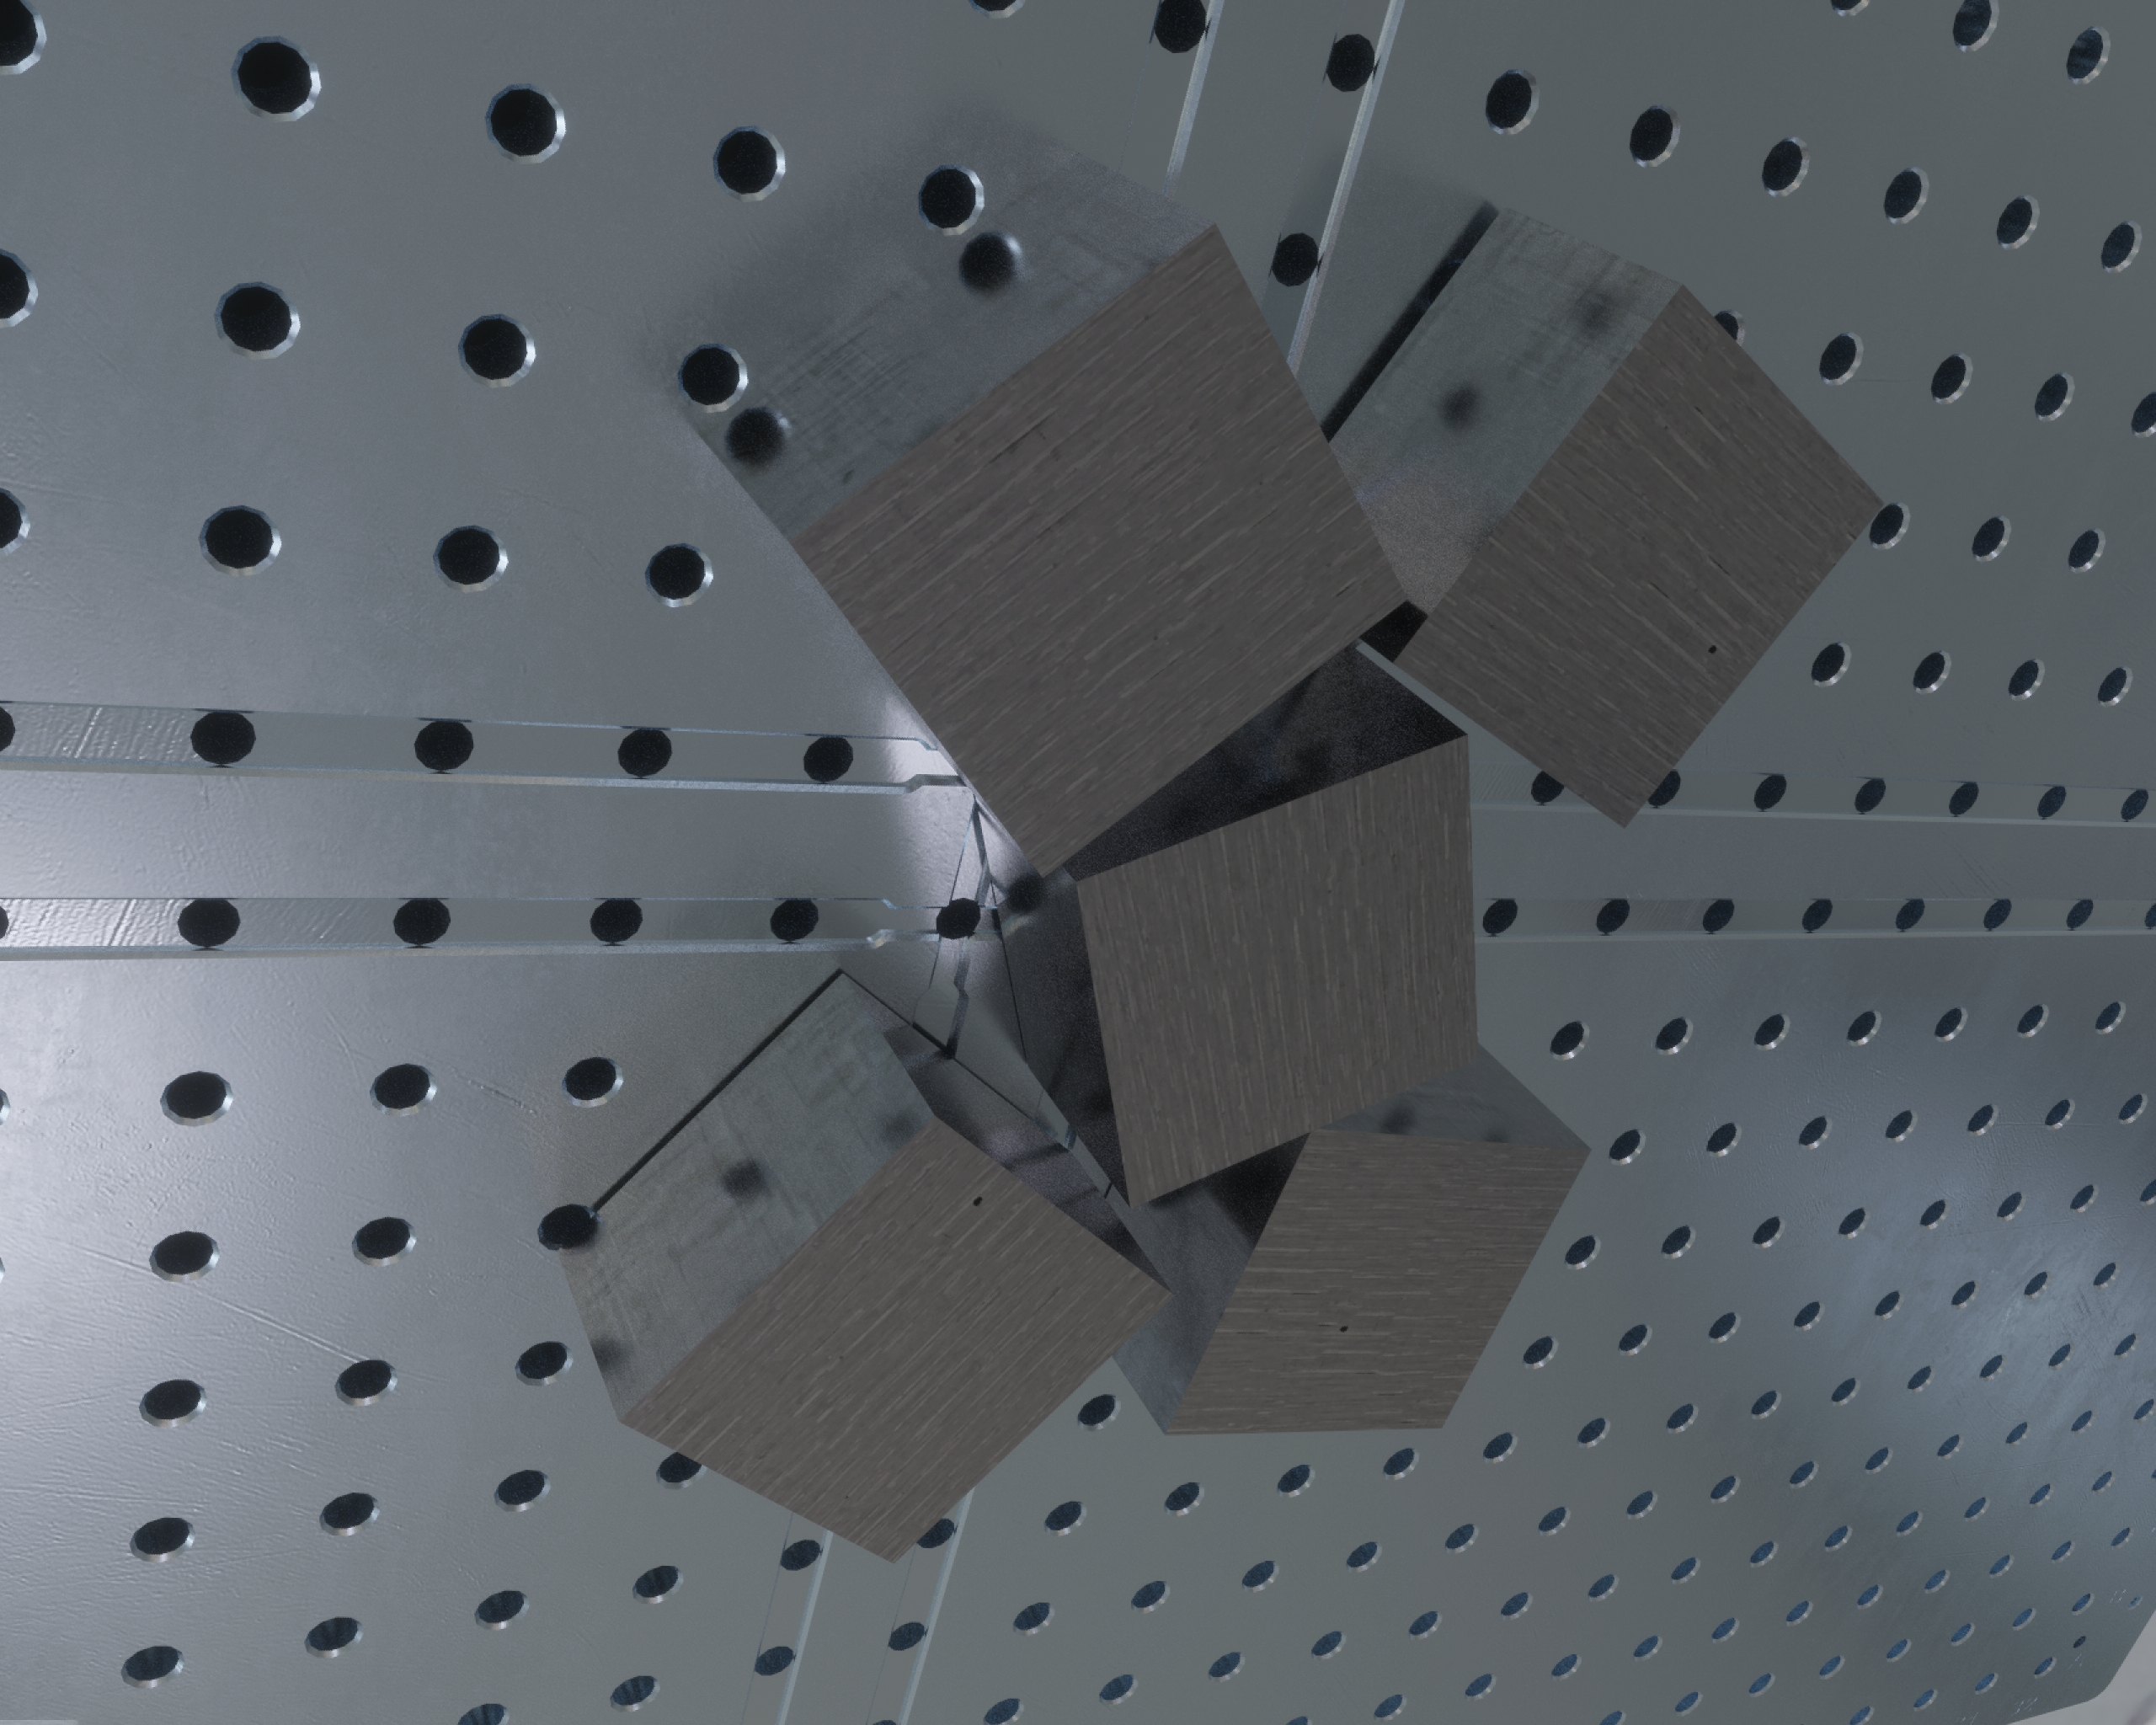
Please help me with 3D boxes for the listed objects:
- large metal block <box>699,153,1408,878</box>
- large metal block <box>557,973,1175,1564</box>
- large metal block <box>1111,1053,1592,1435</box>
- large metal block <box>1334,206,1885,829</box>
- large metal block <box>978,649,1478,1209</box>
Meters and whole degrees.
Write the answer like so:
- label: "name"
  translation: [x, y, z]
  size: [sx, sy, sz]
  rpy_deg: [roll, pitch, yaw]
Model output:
- label: "large metal block"
  translation: [-0.003, -0.059, 0.356]
  size: [0.080, 0.050, 0.080]
  rpy_deg: [-38, 129, -2]
- label: "large metal block"
  translation: [-0.042, 0.083, 0.420]
  size: [0.080, 0.050, 0.080]
  rpy_deg: [-44, 129, 2]
- label: "large metal block"
  translation: [0.056, 0.081, 0.475]
  size: [0.081, 0.050, 0.080]
  rpy_deg: [9, 114, -33]
- label: "large metal block"
  translation: [0.095, -0.065, 0.404]
  size: [0.080, 0.050, 0.080]
  rpy_deg: [28, 103, -40]
- label: "large metal block"
  translation: [0.031, 0.010, 0.416]
  size: [0.081, 0.050, 0.080]
  rpy_deg: [-21, 127, -16]
